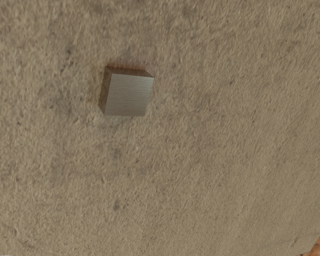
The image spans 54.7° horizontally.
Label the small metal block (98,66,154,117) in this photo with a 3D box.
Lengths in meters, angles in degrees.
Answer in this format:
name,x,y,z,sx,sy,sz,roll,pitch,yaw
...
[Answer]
name,x,y,z,sx,sy,sz,roll,pitch,yaw
small metal block,-0.040,-0.042,0.360,0.050,0.025,0.050,1,118,-29
